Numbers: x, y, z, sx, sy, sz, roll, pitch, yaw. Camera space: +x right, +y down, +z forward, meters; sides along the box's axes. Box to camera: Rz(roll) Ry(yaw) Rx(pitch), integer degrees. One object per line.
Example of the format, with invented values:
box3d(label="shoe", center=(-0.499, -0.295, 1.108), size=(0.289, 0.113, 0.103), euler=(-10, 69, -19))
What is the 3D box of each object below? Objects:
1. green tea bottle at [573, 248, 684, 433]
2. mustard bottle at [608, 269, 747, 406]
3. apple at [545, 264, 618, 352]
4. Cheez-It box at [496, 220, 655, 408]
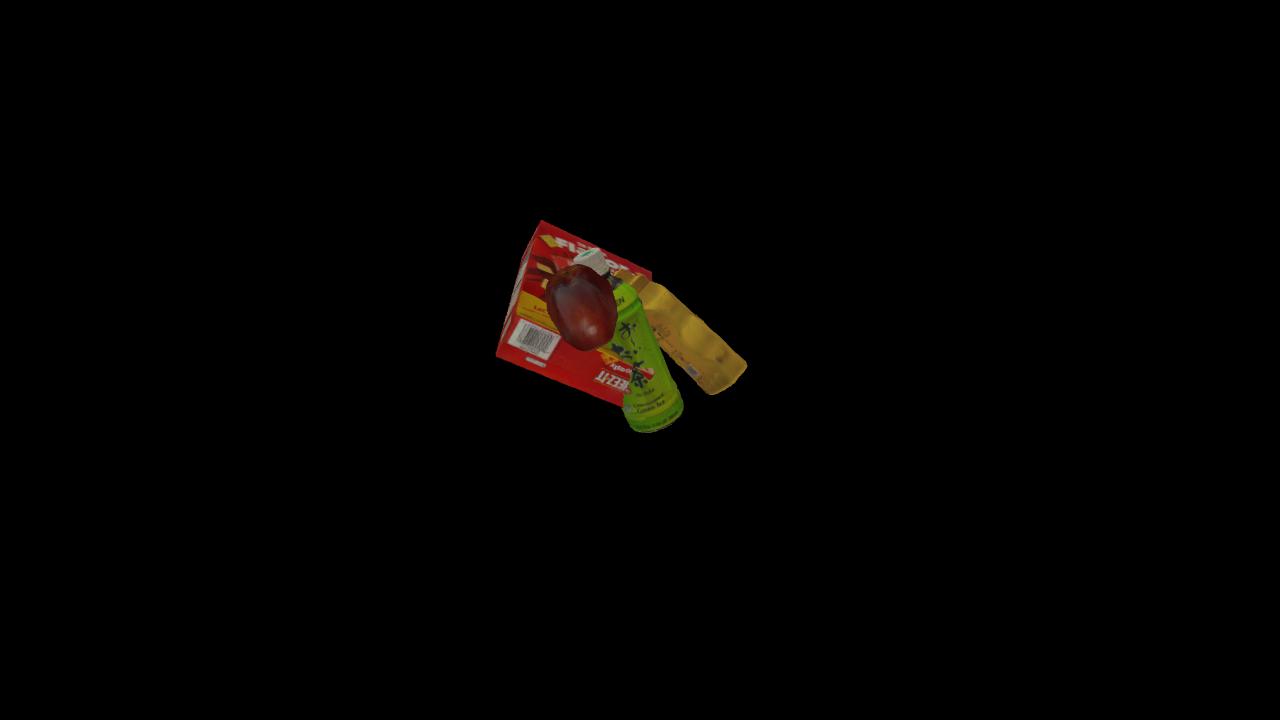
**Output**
box3d(label="green tea bottle", center=(-0.017, -0.022, 0.677), size=(0.073, 0.212, 0.073), euler=(-19, 22, 8))
box3d(label="mustard bottle", center=(0.038, -0.038, 0.719), size=(0.184, 0.054, 0.092), euler=(43, -9, -4))
box3d(label="apple", center=(-0.057, -0.053, 0.640), size=(0.079, 0.093, 0.079), euler=(-20, 28, 11))
box3d(label="Cheez-It box", center=(-0.069, -0.062, 0.736), size=(0.166, 0.071, 0.223), euler=(23, 35, -19))
